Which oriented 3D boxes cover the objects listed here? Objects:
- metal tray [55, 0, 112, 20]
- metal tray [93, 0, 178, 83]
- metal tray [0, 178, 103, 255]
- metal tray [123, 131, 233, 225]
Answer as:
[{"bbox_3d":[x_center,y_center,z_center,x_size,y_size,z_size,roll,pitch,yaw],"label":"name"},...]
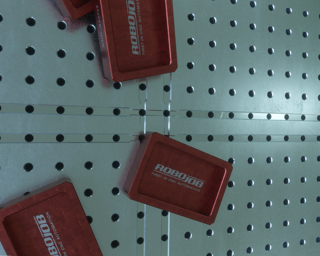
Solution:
[{"bbox_3d":[-0.097,-0.202,0.348,0.090,0.030,0.130,-37,125,-16],"label":"metal tray"},{"bbox_3d":[-0.029,-0.128,0.378,0.091,0.030,0.129,-15,111,-24],"label":"metal tray"},{"bbox_3d":[-0.125,0.136,0.364,0.091,0.030,0.129,-23,98,-19],"label":"metal tray"},{"bbox_3d":[0.027,0.069,0.421,0.131,0.030,0.090,23,82,-19],"label":"metal tray"}]
